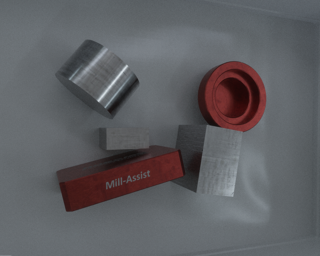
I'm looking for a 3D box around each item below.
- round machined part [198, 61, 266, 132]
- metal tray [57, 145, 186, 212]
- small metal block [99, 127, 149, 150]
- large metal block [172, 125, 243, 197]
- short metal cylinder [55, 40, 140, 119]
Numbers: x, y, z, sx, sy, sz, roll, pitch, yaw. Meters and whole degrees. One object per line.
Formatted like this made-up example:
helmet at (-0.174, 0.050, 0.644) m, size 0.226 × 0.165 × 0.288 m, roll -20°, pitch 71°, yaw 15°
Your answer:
round machined part at (0.097, -0.042, 0.438) m, size 0.099 × 0.042 × 0.097 m, roll 0°, pitch 89°, yaw -21°
metal tray at (-0.048, 0.052, 0.359) m, size 0.131 × 0.090 × 0.030 m, roll -14°, pitch 95°, yaw -20°
small metal block at (-0.045, 0.012, 0.381) m, size 0.050 × 0.050 × 0.025 m, roll -1°, pitch 91°, yaw -20°
large metal block at (0.058, 0.039, 0.404) m, size 0.050 × 0.080 × 0.080 m, roll 10°, pitch 87°, yaw -20°
short metal cylinder at (-0.071, -0.054, 0.356) m, size 0.080 × 0.080 × 0.050 m, roll 40°, pitch 77°, yaw -16°
